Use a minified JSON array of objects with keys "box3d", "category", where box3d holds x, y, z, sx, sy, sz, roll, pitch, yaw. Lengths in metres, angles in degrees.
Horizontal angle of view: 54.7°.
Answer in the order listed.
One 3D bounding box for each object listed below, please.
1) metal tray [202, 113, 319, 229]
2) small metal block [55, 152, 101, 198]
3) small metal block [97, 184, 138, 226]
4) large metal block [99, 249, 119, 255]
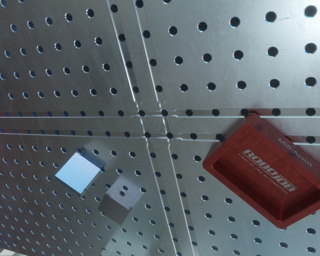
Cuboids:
[{"box3d":[0.129,0.054,0.372,0.130,0.030,0.089,39,129,1],"category":"metal tray"},{"box3d":[-0.134,0.077,0.507,0.050,0.050,0.025,34,150,5],"category":"small metal block"},{"box3d":[-0.073,0.132,0.530,0.050,0.025,0.050,34,129,5],"category":"small metal block"},{"box3d":[-0.093,0.306,0.631,0.080,0.050,0.079,18,125,17],"category":"large metal block"}]
